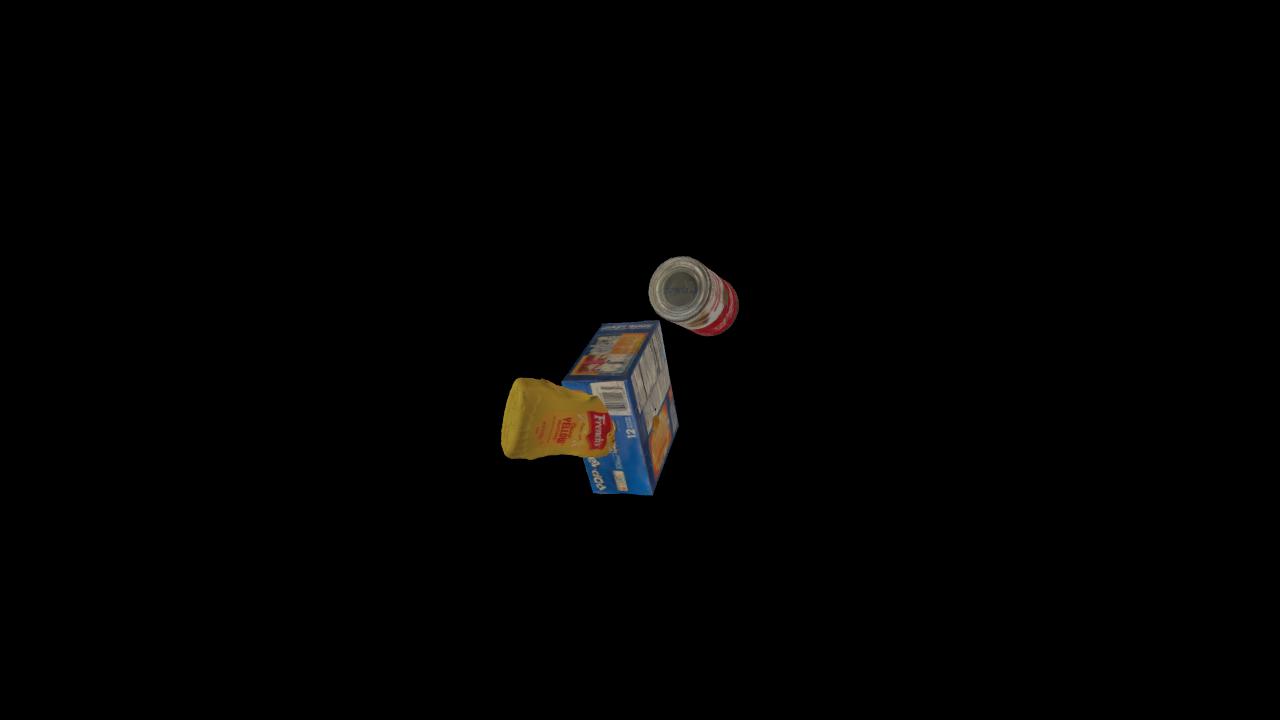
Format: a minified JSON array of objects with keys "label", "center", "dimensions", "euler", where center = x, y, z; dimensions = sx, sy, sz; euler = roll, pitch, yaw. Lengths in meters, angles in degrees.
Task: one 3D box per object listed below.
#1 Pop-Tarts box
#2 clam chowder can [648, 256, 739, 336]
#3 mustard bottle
[{"label":"Pop-Tarts box","center":[-0.017,0.057,0.758],"dimensions":[0.083,0.167,0.141],"euler":[0,32,19]},{"label":"clam chowder can","center":[0.057,-0.065,0.644],"dimensions":[0.068,0.068,0.102],"euler":[0,-6,25]},{"label":"mustard bottle","center":[-0.059,0.068,0.699],"dimensions":[0.184,0.092,0.054],"euler":[5,18,-28]}]
